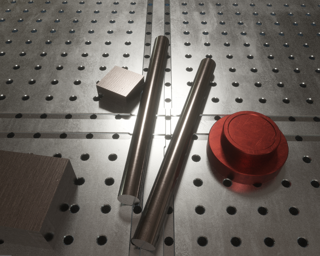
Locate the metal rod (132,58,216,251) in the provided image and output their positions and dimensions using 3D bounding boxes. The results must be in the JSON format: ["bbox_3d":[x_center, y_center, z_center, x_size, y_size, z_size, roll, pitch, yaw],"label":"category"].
[{"bbox_3d":[0.030,0.008,0.401,0.025,0.025,0.300,14,51,11],"label":"metal rod"}]

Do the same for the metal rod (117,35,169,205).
[{"bbox_3d":[-0.015,-0.035,0.436,0.025,0.025,0.300,6,50,4],"label":"metal rod"}]

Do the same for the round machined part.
[{"bbox_3d":[0.109,0.017,0.384,0.099,0.042,0.098,0,50,0],"label":"round machined part"}]

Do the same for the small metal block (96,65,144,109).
[{"bbox_3d":[-0.057,-0.061,0.458,0.050,0.025,0.050,23,53,17],"label":"small metal block"}]

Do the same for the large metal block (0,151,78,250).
[{"bbox_3d":[-0.143,0.074,0.327,0.080,0.050,0.080,7,50,5],"label":"large metal block"}]
